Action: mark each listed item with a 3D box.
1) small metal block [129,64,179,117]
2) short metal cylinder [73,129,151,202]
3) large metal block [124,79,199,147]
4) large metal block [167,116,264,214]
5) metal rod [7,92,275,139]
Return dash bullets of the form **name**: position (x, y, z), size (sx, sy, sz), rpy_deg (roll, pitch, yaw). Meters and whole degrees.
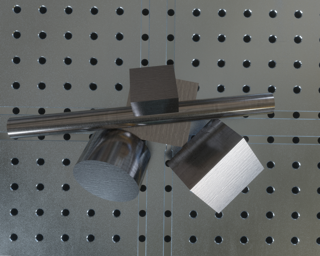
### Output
- **small metal block**: position (-0.007, -0.042, 0.348), size (0.050, 0.025, 0.050), rpy_deg (-6, 55, 0)
- **short metal cylinder**: position (-0.057, 0.046, 0.376), size (0.080, 0.079, 0.050), rpy_deg (19, 47, 0)
- **large metal block**: position (0.000, -0.023, 0.397), size (0.080, 0.050, 0.080), rpy_deg (11, 90, 0)
- **large metal block**: position (0.069, 0.046, 0.376), size (0.080, 0.050, 0.080), rpy_deg (-45, 134, 0)
- **metal rod**: position (-0.021, -0.014, 0.360), size (0.302, 0.025, 0.025), rpy_deg (-6, 90, 0)
